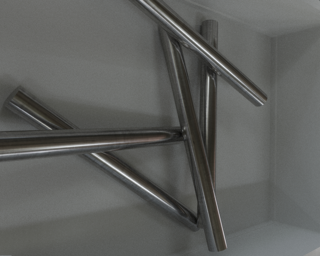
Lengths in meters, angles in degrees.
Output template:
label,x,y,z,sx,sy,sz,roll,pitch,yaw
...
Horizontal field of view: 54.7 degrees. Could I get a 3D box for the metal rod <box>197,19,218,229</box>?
label,x,y,z,sx,sy,sz,roll,pitch,yaw
metal rod,0.069,-0.011,0.447,0.025,0.025,0.298,10,79,-40

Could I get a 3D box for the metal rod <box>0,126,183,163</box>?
label,x,y,z,sx,sy,sz,roll,pitch,yaw
metal rod,-0.070,0.013,0.313,0.302,0.025,0.025,-2,91,-50

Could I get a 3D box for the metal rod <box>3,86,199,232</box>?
label,x,y,z,sx,sy,sz,roll,pitch,yaw
metal rod,-0.043,0.054,0.370,0.300,0.025,0.025,42,65,-32

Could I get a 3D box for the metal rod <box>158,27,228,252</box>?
label,x,y,z,sx,sy,sz,roll,pitch,yaw
metal rod,0.042,0.009,0.407,0.025,0.025,0.298,-10,86,-40

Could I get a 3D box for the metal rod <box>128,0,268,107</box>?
label,x,y,z,sx,sy,sz,roll,pitch,yaw
metal rod,0.050,-0.109,0.409,0.301,0.025,0.025,30,71,-33
